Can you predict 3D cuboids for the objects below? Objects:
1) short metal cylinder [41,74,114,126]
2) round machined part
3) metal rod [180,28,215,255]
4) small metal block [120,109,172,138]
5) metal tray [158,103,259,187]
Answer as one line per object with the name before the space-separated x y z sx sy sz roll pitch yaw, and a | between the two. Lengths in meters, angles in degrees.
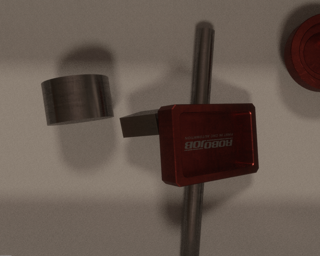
short metal cylinder | -0.101 -0.033 0.383 0.081 0.080 0.050 -8 90 0
round machined part | 0.211 -0.096 0.406 0.099 0.042 0.097 0 90 -1
metal rod | 0.050 0.019 0.412 0.025 0.025 0.298 4 90 -1
small metal block | -0.014 -0.007 0.388 0.050 0.050 0.025 -5 99 29
metal tray | 0.063 0.016 0.377 0.131 0.030 0.089 -4 90 -32
